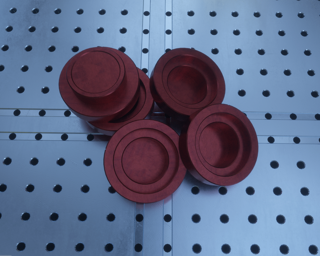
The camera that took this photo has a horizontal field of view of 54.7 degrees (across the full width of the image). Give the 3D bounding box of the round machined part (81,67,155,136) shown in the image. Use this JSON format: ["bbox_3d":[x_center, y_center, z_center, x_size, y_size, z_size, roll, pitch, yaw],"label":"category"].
[{"bbox_3d":[-0.056,-0.035,0.414,0.099,0.042,0.098,0,70,-1],"label":"round machined part"}]

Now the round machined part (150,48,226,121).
[{"bbox_3d":[0.033,-0.054,0.413,0.099,0.042,0.098,6,70,-16],"label":"round machined part"}]

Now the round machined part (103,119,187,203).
[{"bbox_3d":[-0.019,0.040,0.379,0.099,0.042,0.097,1,84,-10],"label":"round machined part"}]

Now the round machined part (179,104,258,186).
[{"bbox_3d":[0.068,0.022,0.383,0.099,0.042,0.097,3,80,-21],"label":"round machined part"}]

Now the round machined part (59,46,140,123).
[{"bbox_3d":[-0.075,-0.059,0.378,0.099,0.042,0.098,0,70,-1],"label":"round machined part"}]
